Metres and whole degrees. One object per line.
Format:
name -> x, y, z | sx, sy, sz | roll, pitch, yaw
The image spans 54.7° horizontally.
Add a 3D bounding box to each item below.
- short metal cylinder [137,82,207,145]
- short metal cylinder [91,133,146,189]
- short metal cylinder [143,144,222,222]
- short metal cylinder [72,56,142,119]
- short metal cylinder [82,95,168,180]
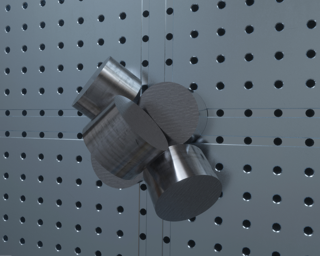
short metal cylinder -> 0.015, -0.016, 0.392 | 0.080, 0.050, 0.079 | 0, 90, 19
short metal cylinder -> -0.044, 0.036, 0.413 | 0.080, 0.050, 0.079 | 0, 90, 19
short metal cylinder -> 0.025, 0.065, 0.366 | 0.080, 0.080, 0.050 | -42, 42, 15
short metal cylinder -> -0.068, -0.045, 0.399 | 0.050, 0.080, 0.080 | 37, 104, -19
short metal cylinder -> -0.037, 0.010, 0.341 | 0.050, 0.080, 0.080 | -43, 77, 15
